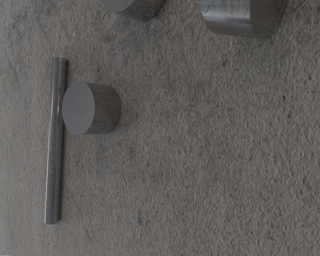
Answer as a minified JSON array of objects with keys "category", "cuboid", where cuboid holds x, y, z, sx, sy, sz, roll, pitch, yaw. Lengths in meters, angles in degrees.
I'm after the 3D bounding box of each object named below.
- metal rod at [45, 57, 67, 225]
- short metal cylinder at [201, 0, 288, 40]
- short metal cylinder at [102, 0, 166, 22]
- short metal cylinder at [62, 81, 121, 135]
[{"category":"metal rod","cuboid":[-0.189,0.024,0.561,0.025,0.025,0.298,6,94,40]},{"category":"short metal cylinder","cuboid":[0.084,-0.129,0.300,0.050,0.081,0.079,21,104,38]},{"category":"short metal cylinder","cuboid":[-0.035,-0.190,0.418,0.080,0.050,0.079,0,90,40]},{"category":"short metal cylinder","cuboid":[-0.105,-0.029,0.476,0.080,0.050,0.079,0,90,40]}]
